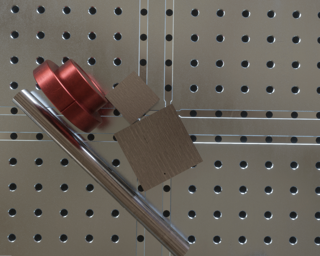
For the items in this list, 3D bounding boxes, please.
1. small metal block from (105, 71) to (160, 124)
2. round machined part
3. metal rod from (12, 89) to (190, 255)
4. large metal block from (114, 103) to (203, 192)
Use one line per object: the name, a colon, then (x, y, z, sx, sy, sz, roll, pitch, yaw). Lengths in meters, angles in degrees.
small metal block: (-0.036, -0.038, 0.410, 0.050, 0.025, 0.050, -43, 91, -7)
round machined part: (-0.101, -0.044, 0.375, 0.042, 0.098, 0.098, -39, 91, 0)
metal rod: (-0.077, 0.061, 0.412, 0.300, 0.025, 0.025, 44, 90, -1)
large metal block: (-0.002, 0.024, 0.401, 0.080, 0.050, 0.080, -28, 90, 0)
